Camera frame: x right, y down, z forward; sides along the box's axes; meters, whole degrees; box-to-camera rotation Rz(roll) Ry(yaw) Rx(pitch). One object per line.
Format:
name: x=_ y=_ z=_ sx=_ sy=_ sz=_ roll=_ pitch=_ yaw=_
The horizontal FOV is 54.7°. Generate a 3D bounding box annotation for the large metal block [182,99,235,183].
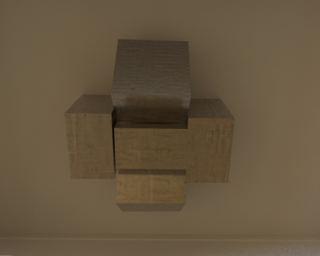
large metal block: x=0.055 y=0.013 z=0.386 sx=0.050 sy=0.080 sz=0.079 roll=1 pitch=110 yaw=0

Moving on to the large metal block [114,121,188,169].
large metal block: x=-0.010 y=0.010 z=0.384 sx=0.081 sy=0.080 sz=0.050 roll=1 pitch=110 yaw=-1

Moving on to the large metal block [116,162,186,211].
large metal block: x=-0.011 y=0.078 z=0.402 sx=0.081 sy=0.080 sz=0.050 roll=0 pitch=68 yaw=-2

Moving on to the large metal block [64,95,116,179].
large metal block: x=-0.078 y=0.008 z=0.383 sx=0.050 sy=0.080 sz=0.079 roll=1 pitch=110 yaw=0

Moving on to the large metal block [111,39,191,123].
large metal block: x=-0.009 y=-0.054 z=0.354 sx=0.081 sy=0.080 sz=0.050 roll=2 pitch=148 yaw=-1
